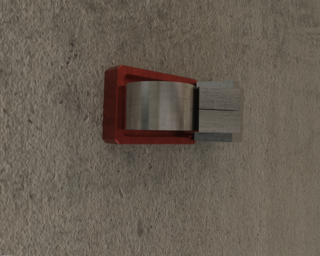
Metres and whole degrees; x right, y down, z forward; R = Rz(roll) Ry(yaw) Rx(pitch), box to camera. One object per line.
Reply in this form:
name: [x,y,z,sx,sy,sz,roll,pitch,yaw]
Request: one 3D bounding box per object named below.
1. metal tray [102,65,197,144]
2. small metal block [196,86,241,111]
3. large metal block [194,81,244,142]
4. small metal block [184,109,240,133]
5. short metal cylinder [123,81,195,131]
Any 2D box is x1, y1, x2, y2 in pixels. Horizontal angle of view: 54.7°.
metal tray: [-0.008,-0.024,0.396,0.131,0.030,0.089,3,88,-40]
small metal block: [0.062,-0.032,0.374,0.050,0.050,0.025,2,88,-14]
large metal block: [0.087,-0.020,0.444,0.080,0.050,0.080,7,86,-66]
small metal block: [0.062,-0.007,0.373,0.050,0.050,0.025,2,88,-14]
short metal cylinder: [-0.001,-0.022,0.353,0.081,0.080,0.050,1,90,-40]
